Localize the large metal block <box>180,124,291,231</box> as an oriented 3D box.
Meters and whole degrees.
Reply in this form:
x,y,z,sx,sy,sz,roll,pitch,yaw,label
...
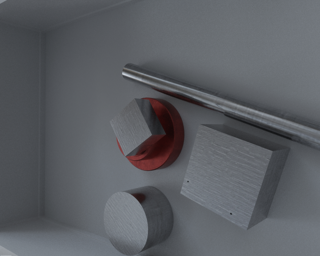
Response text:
x,y,z,sx,sy,sz,roll,pitch,yaw,label
0.077,0.046,0.326,0.080,0.050,0.079,23,104,37,large metal block

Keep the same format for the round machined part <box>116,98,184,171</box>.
x,y,z,sx,sy,sz,roll,pitch,yaw,label
-0.020,0.008,0.410,0.098,0.042,0.097,0,90,39,round machined part

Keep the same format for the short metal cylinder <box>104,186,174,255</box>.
x,y,z,sx,sy,sz,roll,pitch,yaw,label
-0.029,0.121,0.412,0.080,0.050,0.079,0,90,39,short metal cylinder

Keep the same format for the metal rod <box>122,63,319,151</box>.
x,y,z,sx,sy,sz,roll,pitch,yaw,label
0.065,-0.030,0.351,0.300,0.025,0.025,25,106,37,metal rod

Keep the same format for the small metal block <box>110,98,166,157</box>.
x,y,z,sx,sy,sz,roll,pitch,yaw,label
-0.028,0.000,0.373,0.050,0.025,0.050,-39,67,32,small metal block
